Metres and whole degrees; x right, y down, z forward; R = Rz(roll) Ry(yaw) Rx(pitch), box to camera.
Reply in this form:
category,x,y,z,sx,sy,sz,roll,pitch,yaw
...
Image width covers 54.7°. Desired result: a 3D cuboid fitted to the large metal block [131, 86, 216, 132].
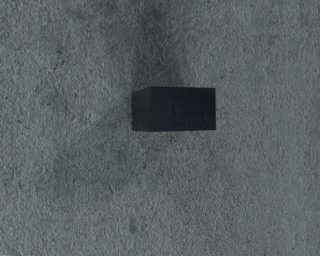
category,x,y,z,sx,sy,sz,roll,pitch,yaw
large metal block,0.014,-0.022,0.387,0.081,0.080,0.050,-1,91,-20
